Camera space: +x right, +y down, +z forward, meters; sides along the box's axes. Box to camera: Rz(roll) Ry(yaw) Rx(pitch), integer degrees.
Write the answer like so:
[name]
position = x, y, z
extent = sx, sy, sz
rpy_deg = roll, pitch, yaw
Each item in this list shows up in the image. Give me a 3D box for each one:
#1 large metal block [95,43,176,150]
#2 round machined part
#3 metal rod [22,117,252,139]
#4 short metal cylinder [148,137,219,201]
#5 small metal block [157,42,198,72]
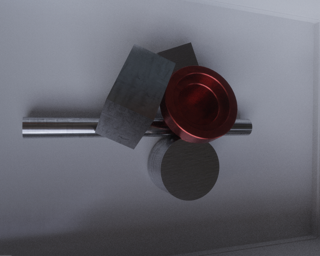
[large metal block]
position = -0.030, -0.033, 0.354
extent = 0.050, 0.080, 0.080
rpy_deg = 25, 59, -8
[round machined part]
position = 0.046, -0.027, 0.398
extent = 0.099, 0.042, 0.098
rpy_deg = 6, 70, -18
[metal rod]
position = -0.013, -0.001, 0.403
extent = 0.303, 0.025, 0.025
rpy_deg = 0, 90, -21
[short metal cylinder]
position = 0.030, 0.050, 0.407
extent = 0.081, 0.050, 0.079
rpy_deg = 0, 90, -21
[small metal block]
position = 0.023, -0.082, 0.419
extent = 0.050, 0.025, 0.050
rpy_deg = -22, 98, -19
